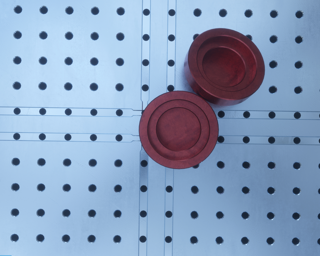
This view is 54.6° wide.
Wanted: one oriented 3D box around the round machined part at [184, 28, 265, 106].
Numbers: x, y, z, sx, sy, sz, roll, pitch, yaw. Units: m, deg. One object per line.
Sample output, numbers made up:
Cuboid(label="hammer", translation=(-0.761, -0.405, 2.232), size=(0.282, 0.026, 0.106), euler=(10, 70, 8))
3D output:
Cuboid(label="round machined part", translation=(0.078, -0.073, 0.396), size=(0.099, 0.042, 0.098), euler=(3, 73, -9))

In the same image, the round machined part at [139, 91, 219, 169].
Cuboid(label="round machined part", translation=(0.024, 0.001, 0.401), size=(0.098, 0.042, 0.097), euler=(0, 96, 3))
